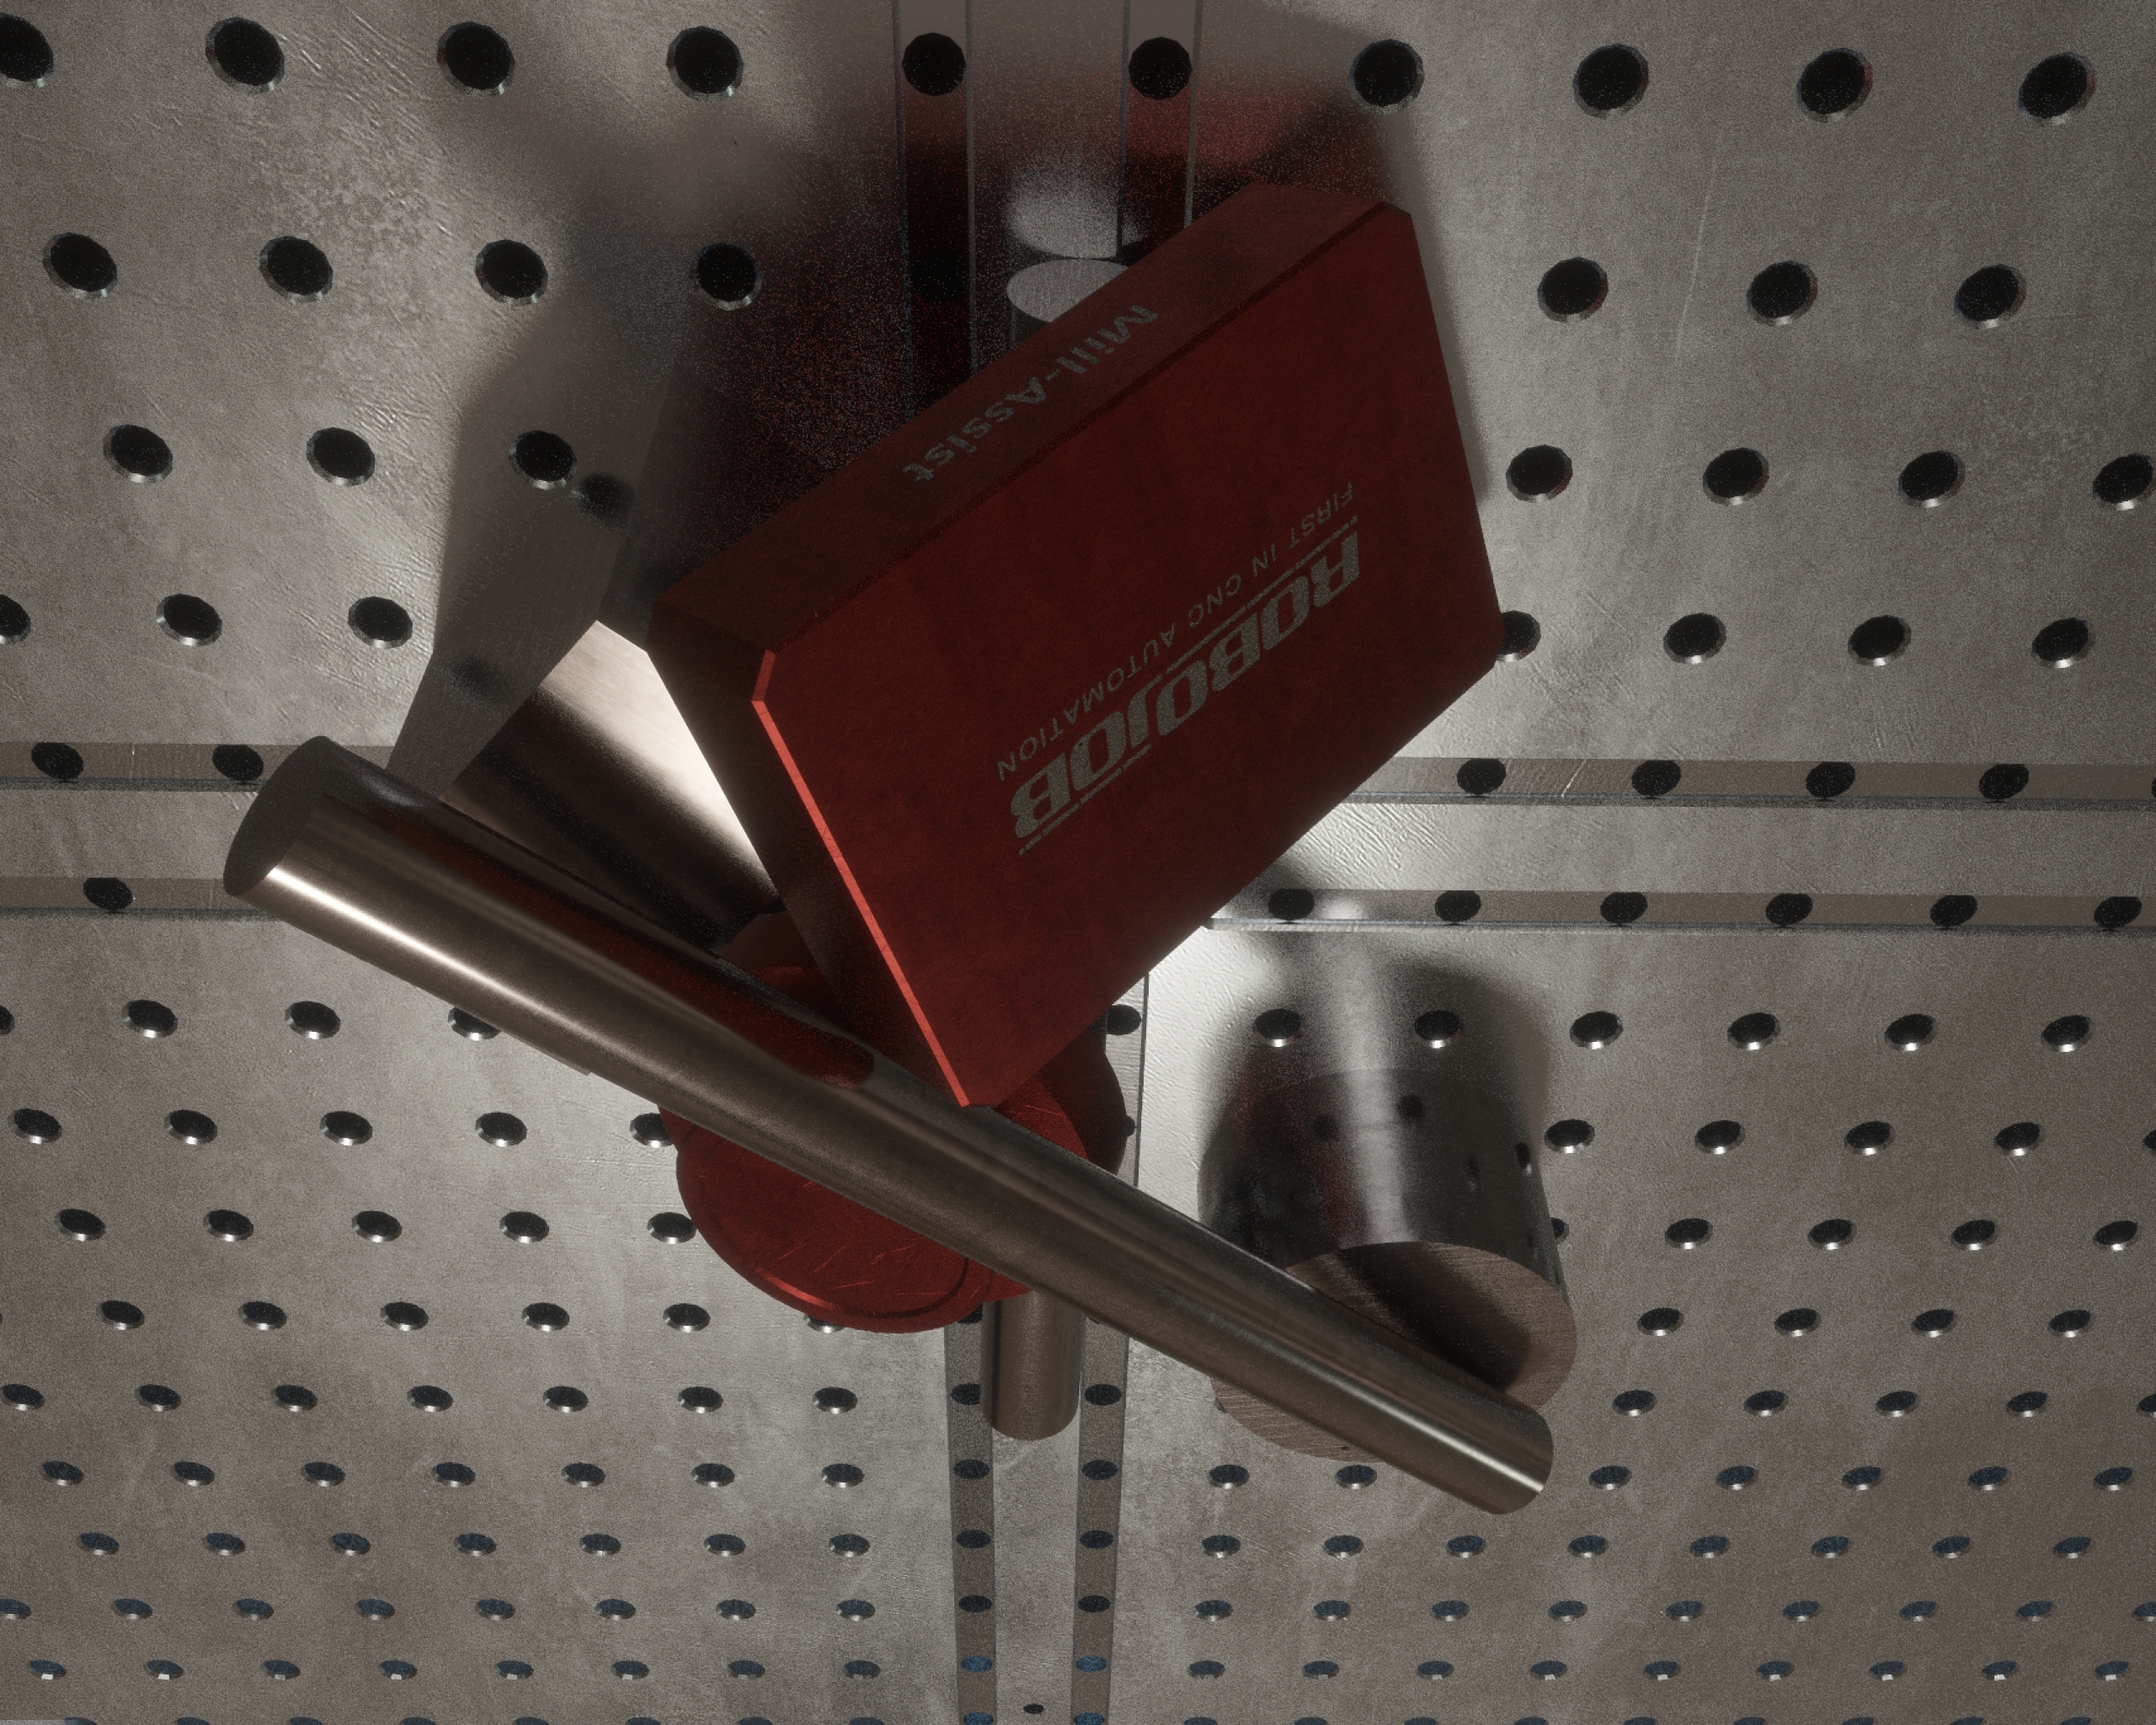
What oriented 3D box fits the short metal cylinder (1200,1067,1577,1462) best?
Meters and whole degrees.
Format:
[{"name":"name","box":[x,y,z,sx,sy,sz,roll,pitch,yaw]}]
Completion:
[{"name":"short metal cylinder","box":[0.069,0.092,0.476,0.081,0.050,0.079,0,130,0]}]

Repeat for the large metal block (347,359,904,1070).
[{"name":"large metal block","box":[-0.076,-0.025,0.354,0.050,0.080,0.080,34,122,-26]}]

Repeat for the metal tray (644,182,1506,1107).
[{"name":"metal tray","box":[0.008,-0.035,0.327,0.131,0.030,0.090,-40,131,-22]}]

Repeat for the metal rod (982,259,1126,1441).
[{"name":"metal rod","box":[-0.006,0.022,0.430,0.025,0.025,0.298,2,130,-2]}]

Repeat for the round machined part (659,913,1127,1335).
[{"name":"round machined part","box":[-0.043,0.059,0.430,0.098,0.042,0.097,11,131,13]}]

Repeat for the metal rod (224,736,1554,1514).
[{"name":"metal rod","box":[-0.008,0.062,0.372,0.025,0.025,0.301,-36,130,26]}]
